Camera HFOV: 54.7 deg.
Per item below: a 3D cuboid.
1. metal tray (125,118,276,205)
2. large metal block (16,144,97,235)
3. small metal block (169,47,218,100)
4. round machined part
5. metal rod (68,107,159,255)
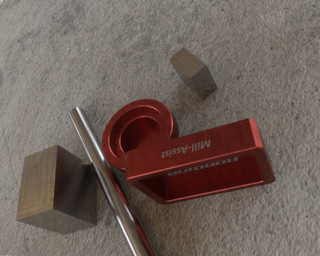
[{"bbox_3d":[0.042,0.040,0.315,0.130,0.090,0.030,-16,55,19],"label":"metal tray"},{"bbox_3d":[-0.123,0.079,0.385,0.050,0.080,0.080,-20,54,16],"label":"large metal block"},{"bbox_3d":[0.044,-0.071,0.408,0.025,0.050,0.050,-41,51,1],"label":"small metal block"},{"bbox_3d":[-0.021,0.015,0.395,0.098,0.042,0.098,-13,56,21],"label":"round machined part"},{"bbox_3d":[-0.062,0.072,0.392,0.025,0.025,0.300,-38,51,2],"label":"metal rod"}]
